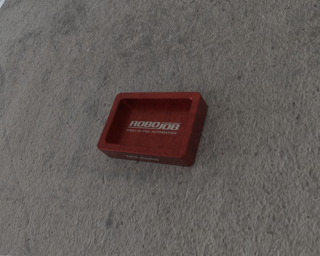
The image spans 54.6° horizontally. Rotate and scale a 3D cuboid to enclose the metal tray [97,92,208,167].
[{"bbox_3d":[-0.011,-0.002,0.408,0.130,0.030,0.090,3,63,29],"label":"metal tray"}]
